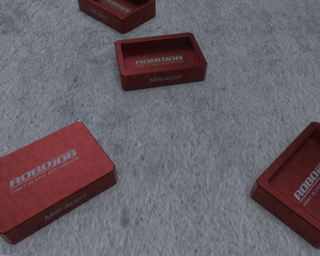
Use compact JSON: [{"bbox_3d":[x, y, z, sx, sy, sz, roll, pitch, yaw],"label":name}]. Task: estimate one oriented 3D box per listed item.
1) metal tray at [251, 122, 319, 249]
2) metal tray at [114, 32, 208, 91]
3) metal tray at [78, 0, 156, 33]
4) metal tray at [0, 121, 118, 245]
[{"bbox_3d":[0.179,0.058,0.353,0.131,0.030,0.090,-37,59,-27],"label":"metal tray"},{"bbox_3d":[-0.001,-0.107,0.490,0.131,0.030,0.090,-9,51,-8],"label":"metal tray"},{"bbox_3d":[-0.084,-0.237,0.598,0.130,0.030,0.090,35,58,25],"label":"metal tray"},{"bbox_3d":[-0.127,0.055,0.352,0.131,0.030,0.090,-29,56,-23],"label":"metal tray"}]
